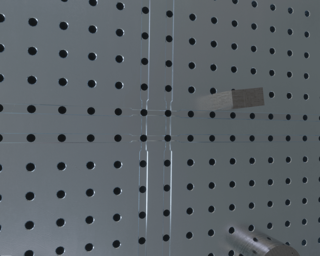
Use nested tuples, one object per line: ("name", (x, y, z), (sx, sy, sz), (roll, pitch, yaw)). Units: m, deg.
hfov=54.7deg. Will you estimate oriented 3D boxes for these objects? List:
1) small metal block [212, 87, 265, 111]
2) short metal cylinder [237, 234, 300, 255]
("small metal block", (0.111, -0.041, 0.440), (0.050, 0.050, 0.025), (-8, 93, -20))
("short metal cylinder", (0.161, 0.205, 0.460), (0.081, 0.050, 0.079), (0, 90, -20))
